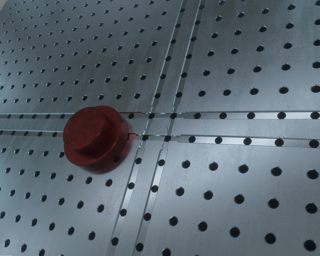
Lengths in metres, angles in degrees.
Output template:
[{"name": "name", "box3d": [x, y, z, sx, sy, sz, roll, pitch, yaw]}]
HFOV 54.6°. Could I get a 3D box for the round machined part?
[{"name": "round machined part", "box3d": [-0.099, 0.008, 0.445, 0.098, 0.042, 0.098, -13, 56, 21]}]
